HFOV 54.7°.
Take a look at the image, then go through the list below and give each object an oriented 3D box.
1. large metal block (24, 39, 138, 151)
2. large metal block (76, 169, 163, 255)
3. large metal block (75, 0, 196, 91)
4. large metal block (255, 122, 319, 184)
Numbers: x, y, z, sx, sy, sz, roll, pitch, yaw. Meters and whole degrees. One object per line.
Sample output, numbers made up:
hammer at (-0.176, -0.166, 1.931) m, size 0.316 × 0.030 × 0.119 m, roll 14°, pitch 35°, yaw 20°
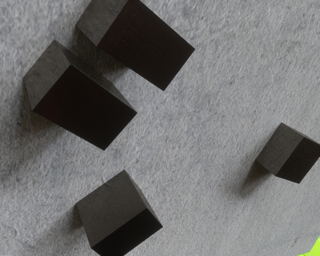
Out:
large metal block at (-0.080, -0.033, 0.307) m, size 0.050 × 0.080 × 0.080 m, roll -49°, pitch 129°, yaw 6°
large metal block at (-0.056, 0.116, 0.414) m, size 0.080 × 0.080 × 0.050 m, roll -35°, pitch 129°, yaw -6°
large metal block at (-0.026, -0.090, 0.303) m, size 0.080 × 0.080 × 0.050 m, roll 29°, pitch 102°, yaw -38°
large metal block at (0.232, 0.046, 0.549) m, size 0.080 × 0.050 × 0.080 m, roll 20°, pitch 108°, yaw -36°
